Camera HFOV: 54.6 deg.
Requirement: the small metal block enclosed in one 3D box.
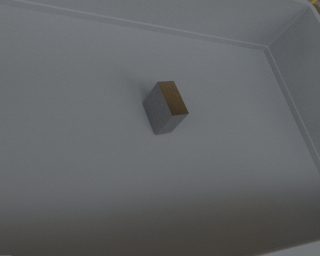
[{"bbox_3d":[0.006,-0.026,0.404,0.025,0.050,0.050,-9,66,-32],"label":"small metal block"}]
